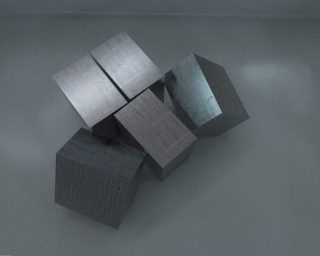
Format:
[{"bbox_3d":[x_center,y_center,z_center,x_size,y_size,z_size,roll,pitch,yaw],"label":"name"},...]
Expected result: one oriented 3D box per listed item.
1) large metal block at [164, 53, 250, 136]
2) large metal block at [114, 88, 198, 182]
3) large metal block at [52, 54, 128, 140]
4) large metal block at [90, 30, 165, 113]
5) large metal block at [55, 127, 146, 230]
[{"bbox_3d":[0.058,-0.038,0.387,0.050,0.080,0.080,-33,68,31],"label":"large metal block"},{"bbox_3d":[-0.005,0.012,0.374,0.050,0.080,0.080,-40,75,-13],"label":"large metal block"},{"bbox_3d":[-0.081,-0.031,0.390,0.050,0.080,0.080,-36,74,-12],"label":"large metal block"},{"bbox_3d":[-0.039,-0.062,0.401,0.050,0.080,0.080,-37,75,-12],"label":"large metal block"},{"bbox_3d":[-0.068,0.057,0.350,0.080,0.079,0.050,21,37,7],"label":"large metal block"}]
